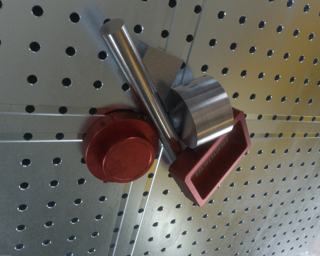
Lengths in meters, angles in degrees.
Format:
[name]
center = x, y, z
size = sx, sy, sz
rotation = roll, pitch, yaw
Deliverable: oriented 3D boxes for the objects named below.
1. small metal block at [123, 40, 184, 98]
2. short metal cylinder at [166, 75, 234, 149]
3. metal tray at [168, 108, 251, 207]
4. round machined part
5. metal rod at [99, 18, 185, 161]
[small metal block]
center = -0.008, -0.069, 0.366
size = 0.050, 0.025, 0.050
rotation = 14, 111, -34
[short metal cylinder]
center = 0.048, -0.021, 0.391
size = 0.050, 0.080, 0.080
rotation = -23, 127, -15
[metal tray]
center = 0.078, 0.041, 0.450
size = 0.130, 0.030, 0.090
rotation = -47, 139, -16
[round machined part]
center = -0.045, 0.031, 0.395
size = 0.099, 0.042, 0.097
rotation = -14, 125, -21
[metal rod]
center = 0.004, -0.002, 0.392
size = 0.025, 0.025, 0.299
rotation = -35, 137, -6
